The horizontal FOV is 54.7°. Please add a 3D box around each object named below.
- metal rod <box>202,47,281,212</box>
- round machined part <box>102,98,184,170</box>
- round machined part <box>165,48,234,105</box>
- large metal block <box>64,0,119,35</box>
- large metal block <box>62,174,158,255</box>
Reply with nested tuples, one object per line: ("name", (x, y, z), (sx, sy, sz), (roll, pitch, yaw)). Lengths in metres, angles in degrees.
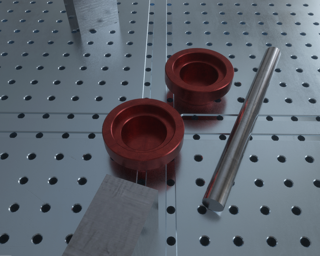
("metal rod", (0.122, -0.020, 0.424), (0.025, 0.025, 0.301), (20, 53, 16))
("round machined part", (-0.020, 0.012, 0.386), (0.099, 0.042, 0.098), (0, 50, 0))
("round machined part", (0.056, -0.072, 0.457), (0.099, 0.042, 0.098), (0, 50, 0))
("large metal block", (-0.126, -0.228, 0.563), (0.081, 0.080, 0.050), (-29, 56, -22))
("large metal block", (-0.039, 0.103, 0.285), (0.050, 0.080, 0.080), (15, 52, 12))
